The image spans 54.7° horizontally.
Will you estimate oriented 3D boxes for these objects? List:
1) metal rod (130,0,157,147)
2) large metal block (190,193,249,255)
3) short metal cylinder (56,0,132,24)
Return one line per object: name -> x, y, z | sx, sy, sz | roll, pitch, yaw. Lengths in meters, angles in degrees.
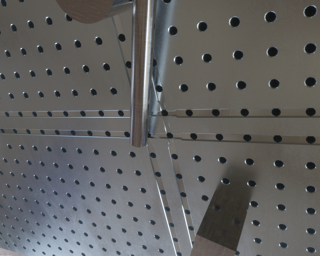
metal rod -> -0.019, -0.096, 0.344 | 0.025, 0.025, 0.298 | 19, 131, 16
large metal block -> 0.079, 0.152, 0.427 | 0.050, 0.080, 0.079 | 19, 126, 16
short metal cylinder -> -0.070, -0.158, 0.332 | 0.080, 0.050, 0.079 | 13, 124, 20
